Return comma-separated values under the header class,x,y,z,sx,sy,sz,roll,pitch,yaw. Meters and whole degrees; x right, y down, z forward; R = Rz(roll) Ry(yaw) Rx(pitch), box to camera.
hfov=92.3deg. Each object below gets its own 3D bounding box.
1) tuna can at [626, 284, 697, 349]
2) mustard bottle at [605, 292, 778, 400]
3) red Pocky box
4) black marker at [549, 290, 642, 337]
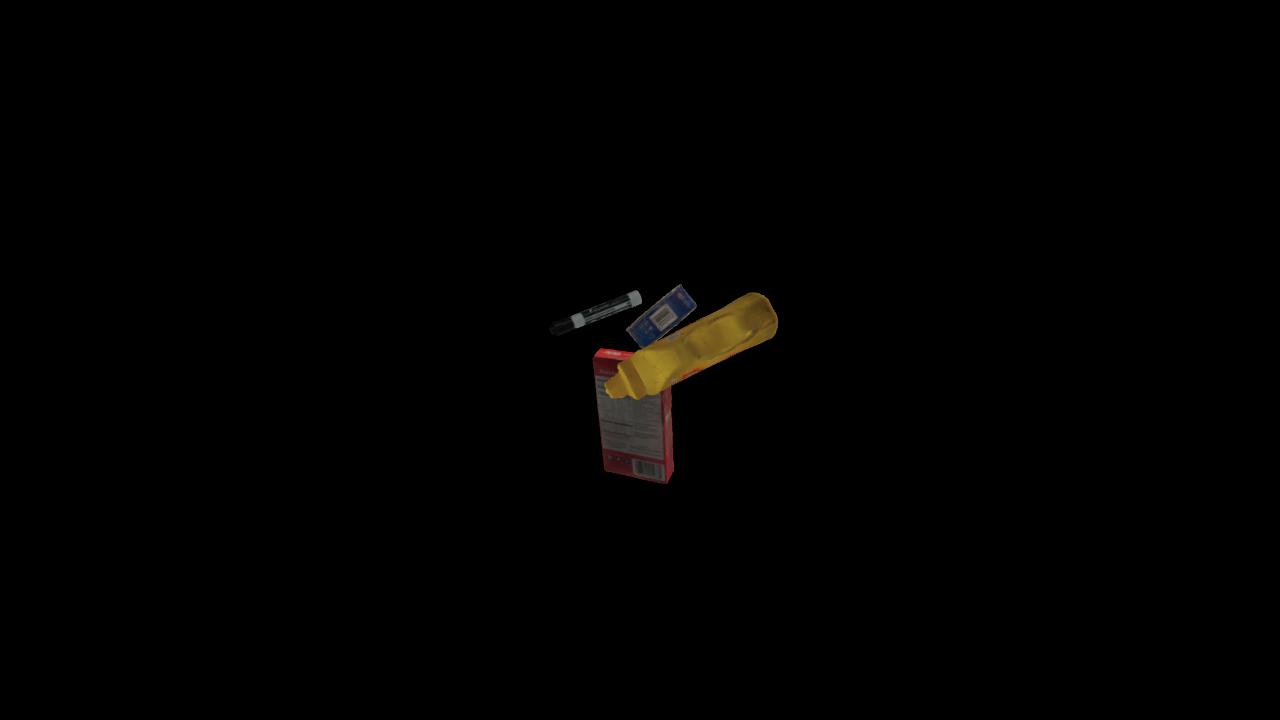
class,x,y,z,sx,sy,sz,roll,pitch,yaw
tuna can,0.026,-0.049,0.714,0.084,0.034,0.084,-40,1,1
mustard bottle,0.047,-0.008,0.638,0.184,0.054,0.092,-26,3,-6
red Pocky box,-0.005,0.063,0.685,0.083,0.155,0.028,9,30,22
black marker,-0.054,-0.057,0.754,0.121,0.020,0.020,-23,8,-18
